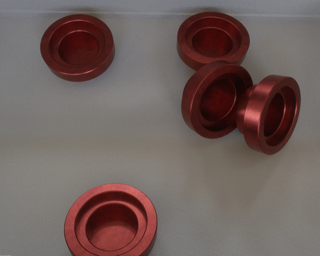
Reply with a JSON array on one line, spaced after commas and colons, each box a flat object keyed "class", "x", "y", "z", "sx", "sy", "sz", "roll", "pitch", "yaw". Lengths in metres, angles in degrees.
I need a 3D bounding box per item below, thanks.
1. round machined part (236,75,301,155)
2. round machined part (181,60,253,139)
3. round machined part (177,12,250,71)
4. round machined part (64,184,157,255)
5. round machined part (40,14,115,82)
[{"class": "round machined part", "x": 0.133, "y": -0.019, "z": 0.390, "sx": 0.042, "sy": 0.098, "sz": 0.098, "roll": 21, "pitch": 67, "yaw": 45}, {"class": "round machined part", "x": 0.068, "y": -0.039, "z": 0.396, "sx": 0.098, "sy": 0.098, "sz": 0.042, "roll": -35, "pitch": 38, "yaw": -12}, {"class": "round machined part", "x": 0.073, "y": -0.114, "z": 0.439, "sx": 0.099, "sy": 0.042, "sz": 0.098, "roll": 0, "pitch": 62, "yaw": 0}, {"class": "round machined part", "x": -0.053, "y": 0.114, "z": 0.346, "sx": 0.099, "sy": 0.042, "sz": 0.098, "roll": 2, "pitch": 45, "yaw": -1}, {"class": "round machined part", "x": -0.113, "y": -0.108, "z": 0.439, "sx": 0.099, "sy": 0.042, "sz": 0.098, "roll": 0, "pitch": 70, "yaw": -1}]
